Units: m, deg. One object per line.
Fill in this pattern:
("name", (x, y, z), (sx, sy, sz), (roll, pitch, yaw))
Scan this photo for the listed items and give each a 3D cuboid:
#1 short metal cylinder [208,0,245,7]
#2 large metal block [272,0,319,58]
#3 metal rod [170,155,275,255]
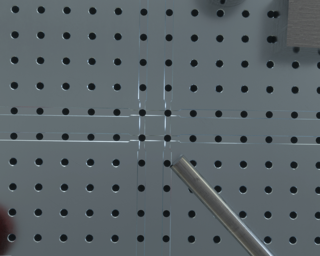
("short metal cylinder", (0.092, -0.207, 0.402), (0.081, 0.050, 0.079), (0, 90, 0))
("large metal block", (0.197, -0.138, 0.403), (0.081, 0.050, 0.079), (3, 90, -1))
("metal rod", (0.123, 0.155, 0.415), (0.025, 0.025, 0.300), (-42, 91, 0))
